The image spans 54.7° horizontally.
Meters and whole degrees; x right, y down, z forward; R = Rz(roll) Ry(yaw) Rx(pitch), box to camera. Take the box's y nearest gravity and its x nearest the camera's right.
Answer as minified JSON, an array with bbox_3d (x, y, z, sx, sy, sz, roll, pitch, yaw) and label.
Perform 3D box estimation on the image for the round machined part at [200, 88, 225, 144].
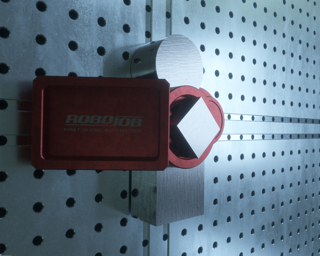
[{"bbox_3d":[0.055,-0.010,0.442,0.099,0.042,0.097,0,90,-40],"label":"round machined part"}]

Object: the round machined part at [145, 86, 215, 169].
[{"bbox_3d":[0.020,-0.001,0.377,0.099,0.042,0.097,0,90,-40],"label":"round machined part"}]

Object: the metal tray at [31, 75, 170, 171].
[{"bbox_3d":[-0.057,-0.004,0.311,0.131,0.030,0.089,1,89,-3],"label":"metal tray"}]

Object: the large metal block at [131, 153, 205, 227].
[{"bbox_3d":[0.011,0.073,0.398,0.081,0.050,0.080,1,90,-40],"label":"large metal block"}]

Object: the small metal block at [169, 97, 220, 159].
[{"bbox_3d":[0.037,-0.001,0.360,0.050,0.025,0.050,-49,119,-29],"label":"small metal block"}]

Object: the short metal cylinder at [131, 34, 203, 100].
[{"bbox_3d":[0.010,-0.075,0.400,0.081,0.050,0.080,0,90,-40],"label":"short metal cylinder"}]
